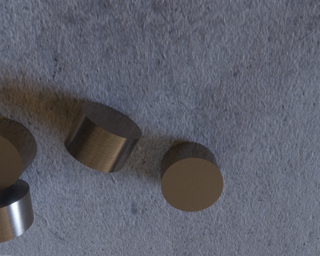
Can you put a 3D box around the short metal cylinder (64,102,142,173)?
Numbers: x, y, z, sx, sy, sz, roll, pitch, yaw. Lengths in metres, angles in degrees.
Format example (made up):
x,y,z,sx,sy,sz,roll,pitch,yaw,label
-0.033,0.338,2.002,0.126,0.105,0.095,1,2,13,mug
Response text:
x,y,z,sx,sy,sz,roll,pitch,yaw,label
-0.070,0.010,0.383,0.080,0.080,0.050,28,108,-10,short metal cylinder

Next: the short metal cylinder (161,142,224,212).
x,y,z,sx,sy,sz,roll,pitch,yaw,label
0.041,0.066,0.421,0.081,0.050,0.079,0,110,-1,short metal cylinder

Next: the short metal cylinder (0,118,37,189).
x,y,z,sx,sy,sz,roll,pitch,yaw,label
-0.211,0.033,0.406,0.081,0.050,0.079,0,110,-1,short metal cylinder

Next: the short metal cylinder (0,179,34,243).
x,y,z,sx,sy,sz,roll,pitch,yaw,label
-0.217,0.109,0.418,0.081,0.080,0.050,1,110,-1,short metal cylinder
